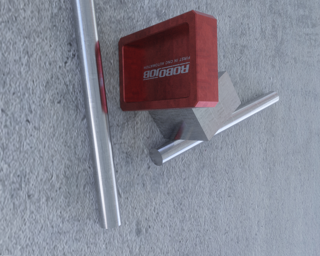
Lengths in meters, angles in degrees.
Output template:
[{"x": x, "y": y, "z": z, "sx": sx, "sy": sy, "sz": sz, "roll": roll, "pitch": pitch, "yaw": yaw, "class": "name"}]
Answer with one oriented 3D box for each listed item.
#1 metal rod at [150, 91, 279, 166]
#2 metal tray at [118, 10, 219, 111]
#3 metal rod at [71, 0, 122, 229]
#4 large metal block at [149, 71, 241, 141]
[{"x": 0.104, "y": -0.010, "z": 0.494, "sx": 0.302, "sy": 0.025, "sz": 0.025, "roll": -24, "pitch": 105, "yaw": -38, "class": "metal rod"}, {"x": 0.003, "y": -0.065, "z": 0.341, "sx": 0.030, "sy": 0.130, "sz": 0.089, "roll": -3, "pitch": 92, "yaw": -40, "class": "metal tray"}, {"x": -0.073, "y": -0.036, "z": 0.345, "sx": 0.025, "sy": 0.025, "sz": 0.298, "roll": -11, "pitch": 97, "yaw": -40, "class": "metal rod"}, {"x": 0.045, "y": -0.029, "z": 0.409, "sx": 0.080, "sy": 0.080, "sz": 0.050, "roll": -45, "pitch": 118, "yaw": -31, "class": "large metal block"}]
